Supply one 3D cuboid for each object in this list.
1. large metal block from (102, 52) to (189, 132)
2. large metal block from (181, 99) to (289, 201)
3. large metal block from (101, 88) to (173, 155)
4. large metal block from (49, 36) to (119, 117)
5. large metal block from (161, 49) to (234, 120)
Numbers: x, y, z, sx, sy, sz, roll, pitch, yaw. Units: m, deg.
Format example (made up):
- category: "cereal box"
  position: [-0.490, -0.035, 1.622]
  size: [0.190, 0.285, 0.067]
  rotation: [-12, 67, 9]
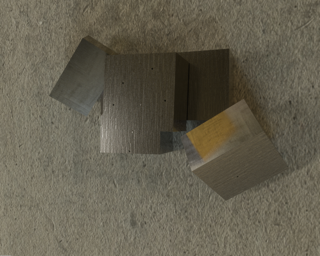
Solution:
- category: "large metal block"
  position: [-0.015, -0.038, 0.346]
  size: [0.080, 0.050, 0.079]
  rotation: [2, 91, 19]
- category: "large metal block"
  position: [0.083, 0.027, 0.344]
  size: [0.080, 0.080, 0.050]
  rotation: [-33, 42, 17]
- category: "large metal block"
  position: [-0.029, -0.009, 0.404]
  size: [0.080, 0.050, 0.079]
  rotation: [0, 90, 19]
- category: "large metal block"
  position: [-0.095, -0.071, 0.406]
  size: [0.050, 0.080, 0.080]
  rotation: [31, 102, -17]
- category: "large metal block"
  position: [0.047, -0.049, 0.380]
  size: [0.080, 0.050, 0.079]
  rotation: [0, 90, 19]
